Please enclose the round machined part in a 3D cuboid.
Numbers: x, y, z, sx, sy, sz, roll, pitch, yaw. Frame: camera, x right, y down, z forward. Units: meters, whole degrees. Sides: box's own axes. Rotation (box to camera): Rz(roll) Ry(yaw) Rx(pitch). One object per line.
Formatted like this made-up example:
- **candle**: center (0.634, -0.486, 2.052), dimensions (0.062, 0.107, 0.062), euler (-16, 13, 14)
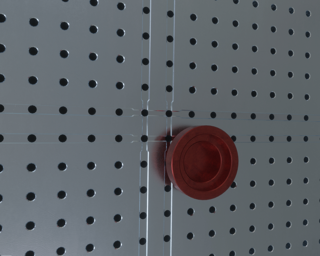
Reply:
- **round machined part**: center (0.054, 0.045, 0.423), dimensions (0.099, 0.042, 0.097), euler (0, 90, -20)
